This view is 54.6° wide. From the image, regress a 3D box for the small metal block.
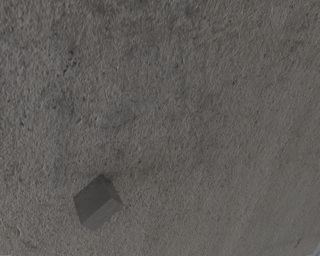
[{"bbox_3d":[-0.082,0.097,0.405,0.050,0.050,0.025,-42,129,0],"label":"small metal block"}]
